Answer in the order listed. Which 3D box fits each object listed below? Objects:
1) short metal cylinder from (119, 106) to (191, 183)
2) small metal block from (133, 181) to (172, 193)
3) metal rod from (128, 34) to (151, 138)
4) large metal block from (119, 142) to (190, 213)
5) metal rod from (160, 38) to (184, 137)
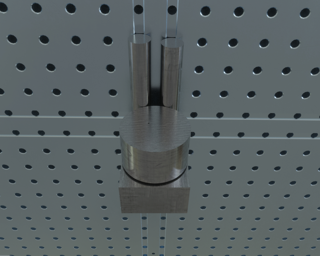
[{"bbox_3d":[-0.006,0.018,0.363,0.081,0.080,0.050,1,130,-1],"label":"short metal cylinder"},{"bbox_3d":[-0.008,0.077,0.431,0.050,0.050,0.025,-32,141,-34],"label":"small metal block"},{"bbox_3d":[-0.025,0.018,0.428,0.025,0.025,0.298,0,130,-1],"label":"metal rod"},{"bbox_3d":[-0.007,0.060,0.394,0.081,0.080,0.050,0,130,-1],"label":"large metal block"},{"bbox_3d":[0.011,0.021,0.431,0.025,0.025,0.298,0,130,-1],"label":"metal rod"}]
